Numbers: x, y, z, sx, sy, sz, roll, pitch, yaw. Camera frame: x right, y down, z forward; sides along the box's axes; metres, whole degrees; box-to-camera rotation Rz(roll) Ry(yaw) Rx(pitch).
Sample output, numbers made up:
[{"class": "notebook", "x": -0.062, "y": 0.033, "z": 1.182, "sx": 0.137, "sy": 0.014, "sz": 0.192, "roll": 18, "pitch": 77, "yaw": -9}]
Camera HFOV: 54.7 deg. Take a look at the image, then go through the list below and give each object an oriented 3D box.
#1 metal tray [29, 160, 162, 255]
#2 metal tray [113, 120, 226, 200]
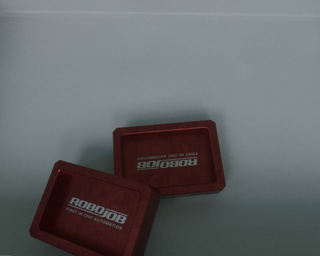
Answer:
[{"class": "metal tray", "x": -0.073, "y": 0.094, "z": 0.345, "sx": 0.130, "sy": 0.030, "sz": 0.090, "roll": 11, "pitch": 75, "yaw": 24}, {"class": "metal tray", "x": 0.009, "y": 0.041, "z": 0.391, "sx": 0.131, "sy": 0.030, "sz": 0.090, "roll": -5, "pitch": 70, "yaw": -2}]
